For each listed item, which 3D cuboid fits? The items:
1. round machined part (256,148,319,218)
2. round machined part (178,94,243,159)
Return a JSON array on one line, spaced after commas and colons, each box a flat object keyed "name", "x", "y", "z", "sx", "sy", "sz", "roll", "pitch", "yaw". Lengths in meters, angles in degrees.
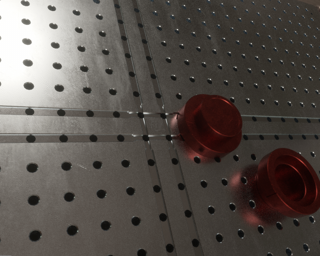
[{"name": "round machined part", "x": 0.180, "y": 0.081, "z": 0.447, "sx": 0.099, "sy": 0.042, "sz": 0.098, "roll": 14, "pitch": 56, "yaw": -21}, {"name": "round machined part", "x": 0.079, "y": -0.009, "z": 0.447, "sx": 0.099, "sy": 0.042, "sz": 0.098, "roll": 14, "pitch": 56, "yaw": -21}]
